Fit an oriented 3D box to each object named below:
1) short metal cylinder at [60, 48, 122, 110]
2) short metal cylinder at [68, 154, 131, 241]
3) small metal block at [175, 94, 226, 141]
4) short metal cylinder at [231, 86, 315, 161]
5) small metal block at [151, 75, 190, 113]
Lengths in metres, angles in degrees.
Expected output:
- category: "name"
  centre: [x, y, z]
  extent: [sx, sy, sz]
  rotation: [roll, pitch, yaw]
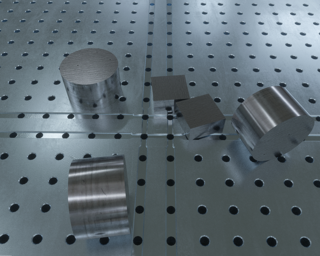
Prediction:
- category: "short metal cylinder"
  centre: [-0.099, -0.072, 0.451]
  extent: [0.081, 0.050, 0.080]
  rotation: [0, 50, 0]
- category: "short metal cylinder"
  centre: [-0.058, 0.069, 0.313]
  extent: [0.050, 0.080, 0.080]
  rotation: [-5, 50, -5]
- category: "small metal block"
  centre: [0.053, -0.016, 0.421]
  extent: [0.050, 0.025, 0.050]
  rotation: [-16, 52, -13]
- category: "short metal cylinder"
  centre: [0.135, -0.004, 0.376]
  extent: [0.081, 0.080, 0.050]
  rotation: [-16, 52, -13]
- category: "small metal block"
  centre: [0.014, -0.050, 0.449]
  extent: [0.050, 0.025, 0.050]
  rotation: [-4, 50, -4]
